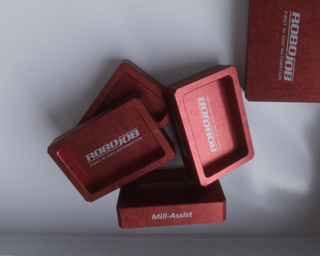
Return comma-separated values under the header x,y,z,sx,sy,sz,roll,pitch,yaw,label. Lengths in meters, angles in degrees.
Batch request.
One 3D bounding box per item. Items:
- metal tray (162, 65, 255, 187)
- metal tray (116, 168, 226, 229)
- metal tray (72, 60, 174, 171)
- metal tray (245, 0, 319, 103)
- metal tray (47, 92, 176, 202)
x,y,z,sx,sy,sz,roll,pitch,yaw,label
0.064,-0.004,0.387,0.091,0.030,0.129,-25,111,-21,metal tray
0.014,0.088,0.409,0.131,0.090,0.030,-4,110,1,metal tray
-0.047,-0.011,0.403,0.090,0.030,0.130,36,106,-13,metal tray
0.149,-0.096,0.363,0.090,0.030,0.129,2,112,13,metal tray
-0.058,0.025,0.384,0.130,0.030,0.090,-29,108,10,metal tray
